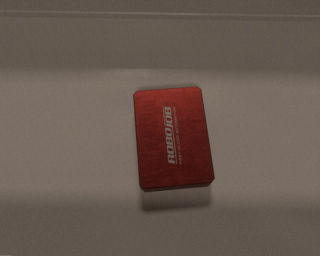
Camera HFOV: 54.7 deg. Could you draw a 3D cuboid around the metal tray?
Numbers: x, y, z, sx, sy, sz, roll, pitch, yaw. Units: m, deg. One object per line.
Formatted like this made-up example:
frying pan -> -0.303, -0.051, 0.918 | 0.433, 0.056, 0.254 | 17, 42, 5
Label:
metal tray -> 0.015, 0.013, 0.402 | 0.091, 0.030, 0.129 | -5, 70, -2
